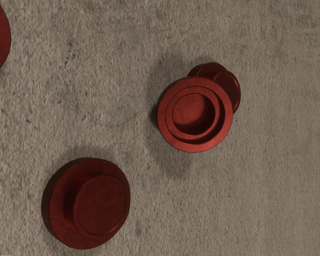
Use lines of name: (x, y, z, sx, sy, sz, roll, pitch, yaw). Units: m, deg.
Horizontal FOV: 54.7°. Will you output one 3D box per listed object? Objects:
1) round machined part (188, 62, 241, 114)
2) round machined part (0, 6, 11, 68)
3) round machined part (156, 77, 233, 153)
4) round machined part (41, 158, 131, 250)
round machined part: (0.085, -0.051, 0.468, 0.099, 0.042, 0.097, 0, 90, -40)
round machined part: (-0.173, -0.082, 0.249, 0.099, 0.042, 0.097, 0, 90, -40)
round machined part: (0.043, -0.020, 0.412, 0.099, 0.042, 0.097, -1, 103, -6)
round machined part: (-0.072, 0.082, 0.335, 0.099, 0.042, 0.097, 0, 90, -40)
